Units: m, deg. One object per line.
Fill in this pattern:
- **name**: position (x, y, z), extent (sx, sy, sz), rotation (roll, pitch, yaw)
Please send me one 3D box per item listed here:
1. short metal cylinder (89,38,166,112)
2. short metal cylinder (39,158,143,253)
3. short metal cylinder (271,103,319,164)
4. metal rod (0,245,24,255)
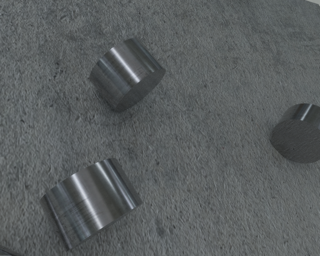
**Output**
- **short metal cylinder**: position (-0.040, -0.065, 0.386), extent (0.050, 0.080, 0.081), rotation (49, 51, 6)
- **short metal cylinder**: position (-0.063, 0.071, 0.291), extent (0.081, 0.080, 0.050), rotation (-25, 75, -37)
- **short metal cylinder**: position (0.223, 0.008, 0.483), extent (0.080, 0.080, 0.050), rotation (46, 51, 3)
- **metal rod**: position (-0.095, 0.137, 0.268), extent (0.301, 0.025, 0.025), rotation (30, 52, -9)
